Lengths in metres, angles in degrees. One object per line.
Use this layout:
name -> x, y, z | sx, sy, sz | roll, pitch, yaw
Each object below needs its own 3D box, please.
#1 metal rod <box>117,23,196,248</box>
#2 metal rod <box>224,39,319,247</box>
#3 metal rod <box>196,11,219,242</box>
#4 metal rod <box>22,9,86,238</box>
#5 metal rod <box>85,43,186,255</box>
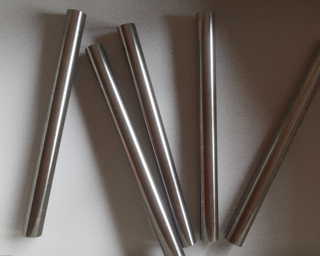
metal rod -> -0.005, 0.010, 0.411 | 0.025, 0.025, 0.298 | -16, 90, 0
metal rod -> 0.162, 0.017, 0.412 | 0.025, 0.025, 0.299 | 26, 90, 0
metal rod -> 0.063, -0.002, 0.411 | 0.025, 0.025, 0.298 | -1, 90, 0
metal rod -> -0.140, -0.006, 0.410 | 0.025, 0.025, 0.298 | 12, 90, 0
metal rod -> -0.033, 0.032, 0.402 | 0.025, 0.025, 0.299 | -22, 87, 0
